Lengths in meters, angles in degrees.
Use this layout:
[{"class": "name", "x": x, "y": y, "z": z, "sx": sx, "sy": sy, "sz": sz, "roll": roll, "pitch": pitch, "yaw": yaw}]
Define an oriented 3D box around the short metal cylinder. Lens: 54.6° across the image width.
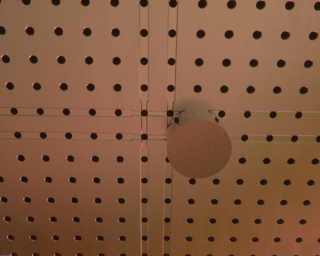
[{"class": "short metal cylinder", "x": 0.049, "y": 0.019, "z": 0.407, "sx": 0.080, "sy": 0.050, "sz": 0.079, "roll": 0, "pitch": 110, "yaw": 0}]
